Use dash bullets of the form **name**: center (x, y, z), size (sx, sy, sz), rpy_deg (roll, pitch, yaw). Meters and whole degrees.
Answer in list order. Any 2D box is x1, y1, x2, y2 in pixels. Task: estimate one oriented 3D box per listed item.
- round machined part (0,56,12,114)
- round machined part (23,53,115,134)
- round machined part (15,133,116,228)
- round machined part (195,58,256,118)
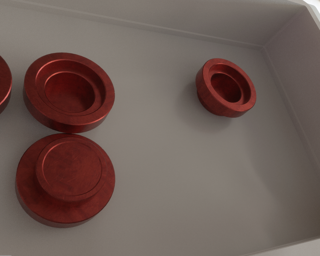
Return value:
- **round machined part**: center (-0.204, -0.040, 0.310), size (0.099, 0.042, 0.098), rpy_deg (14, 56, -21)
- **round machined part**: center (-0.106, -0.036, 0.361), size (0.099, 0.042, 0.098), rpy_deg (14, 56, -21)
- **round machined part**: center (-0.093, 0.048, 0.317), size (0.099, 0.042, 0.098), rpy_deg (14, 56, -21)
- **round machined part**: center (0.098, -0.058, 0.485), size (0.099, 0.042, 0.098), rpy_deg (14, 56, -21)
